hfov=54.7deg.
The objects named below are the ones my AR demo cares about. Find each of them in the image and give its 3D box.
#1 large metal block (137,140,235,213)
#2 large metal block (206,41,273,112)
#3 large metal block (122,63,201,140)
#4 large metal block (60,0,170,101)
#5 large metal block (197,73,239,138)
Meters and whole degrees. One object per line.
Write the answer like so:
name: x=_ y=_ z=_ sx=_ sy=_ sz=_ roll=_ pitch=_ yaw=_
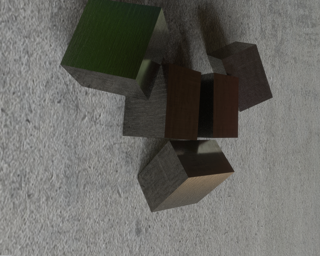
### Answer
large metal block: x=0.031 y=0.059 z=0.391 sx=0.081 sy=0.080 sz=0.050 roll=1 pitch=50 yaw=-40
large metal block: x=0.116 y=-0.079 z=0.462 sx=0.050 sy=0.080 sz=0.080 roll=-24 pitch=109 yaw=2
large metal block: x=0.000 y=-0.028 z=0.373 sx=0.050 sy=0.080 sz=0.080 roll=6 pitch=86 yaw=-40
large metal block: x=-0.043 y=-0.082 z=0.324 sx=0.050 sy=0.080 sz=0.080 roll=59 pitch=47 yaw=-69
large metal block: x=0.058 y=-0.028 z=0.422 sx=0.050 sy=0.080 sz=0.079 roll=1 pitch=90 yaw=-40
